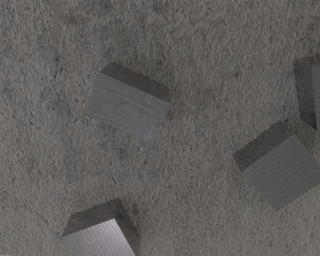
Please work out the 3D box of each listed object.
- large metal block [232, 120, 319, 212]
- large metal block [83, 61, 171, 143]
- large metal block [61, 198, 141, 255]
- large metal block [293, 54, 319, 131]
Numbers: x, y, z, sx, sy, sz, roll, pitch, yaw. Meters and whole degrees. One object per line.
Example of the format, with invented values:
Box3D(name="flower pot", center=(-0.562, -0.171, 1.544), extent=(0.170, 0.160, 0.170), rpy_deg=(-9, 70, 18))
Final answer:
Box3D(name="large metal block", center=(0.159, 0.050, 0.416), extent=(0.080, 0.050, 0.080), rpy_deg=(-40, 106, 13))
Box3D(name="large metal block", center=(-0.035, -0.034, 0.367), extent=(0.080, 0.080, 0.050), rpy_deg=(23, 109, -8))
Box3D(name="large metal block", center=(-0.083, 0.161, 0.455), extent=(0.080, 0.050, 0.080), rpy_deg=(-21, 109, 7))
Box3D(name="large metal block", center=(0.218, -0.050, 0.380), extent=(0.080, 0.050, 0.080), rpy_deg=(-14, 110, 5))
